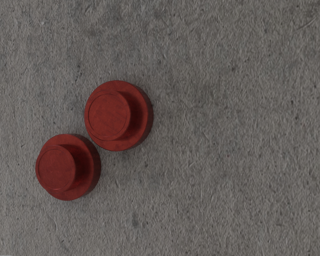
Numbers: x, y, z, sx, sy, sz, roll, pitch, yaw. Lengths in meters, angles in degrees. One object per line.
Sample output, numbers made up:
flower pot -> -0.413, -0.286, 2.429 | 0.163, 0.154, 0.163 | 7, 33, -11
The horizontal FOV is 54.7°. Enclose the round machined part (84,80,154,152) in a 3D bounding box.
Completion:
round machined part -> -0.062, -0.017, 0.422 | 0.098, 0.042, 0.097 | 0, 90, 20

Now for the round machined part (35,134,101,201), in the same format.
round machined part -> -0.139, 0.057, 0.449 | 0.098, 0.042, 0.097 | 0, 90, 20
